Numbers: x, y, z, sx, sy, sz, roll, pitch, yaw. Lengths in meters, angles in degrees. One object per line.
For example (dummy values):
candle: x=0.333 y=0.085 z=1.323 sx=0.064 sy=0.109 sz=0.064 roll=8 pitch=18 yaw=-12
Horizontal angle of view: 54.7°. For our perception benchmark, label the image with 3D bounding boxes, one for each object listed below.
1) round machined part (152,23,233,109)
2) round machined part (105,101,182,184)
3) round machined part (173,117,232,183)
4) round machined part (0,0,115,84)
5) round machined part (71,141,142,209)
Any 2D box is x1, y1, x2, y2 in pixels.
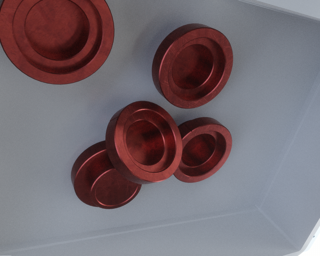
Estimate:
round machined part: x=0.035 y=-0.076 z=0.371 sx=0.099 sy=0.042 sz=0.097 roll=-14 pitch=125 yaw=-21
round machined part: x=-0.023 y=0.019 z=0.376 sx=0.099 sy=0.042 sz=0.098 roll=15 pitch=66 yaw=-36
round machined part: x=0.050 y=0.027 z=0.444 sx=0.099 sy=0.042 sz=0.097 roll=-14 pitch=125 yaw=-21
round machined part: x=-0.096 y=-0.094 z=0.288 sx=0.099 sy=0.042 sz=0.097 roll=-14 pitch=125 yaw=-21
round machined part: x=-0.062 y=0.067 z=0.406 sx=0.099 sy=0.042 sz=0.097 roll=-14 pitch=125 yaw=-21
